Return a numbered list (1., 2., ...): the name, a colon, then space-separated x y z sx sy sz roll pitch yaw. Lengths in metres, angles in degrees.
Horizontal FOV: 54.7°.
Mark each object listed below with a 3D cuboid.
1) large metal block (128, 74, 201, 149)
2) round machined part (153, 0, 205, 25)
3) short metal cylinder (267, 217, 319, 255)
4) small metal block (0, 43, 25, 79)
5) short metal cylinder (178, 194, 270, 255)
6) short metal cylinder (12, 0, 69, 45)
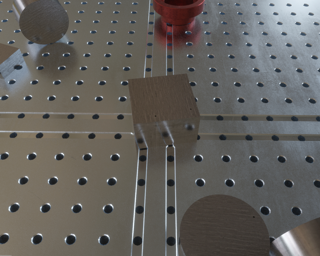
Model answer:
1. large metal block: 0.003 -0.023 0.411 0.081 0.050 0.080 -7 50 -6
2. round machined part: 0.036 -0.234 0.593 0.099 0.042 0.098 0 50 0
3. short metal cylinder: 0.143 0.117 0.274 0.081 0.080 0.050 -13 51 -11
4. small metal block: -0.259 -0.109 0.498 0.050 0.025 0.050 18 52 14
5. short metal cylinder: 0.058 0.112 0.298 0.080 0.050 0.080 0 50 0
6. short metal cylinder: -0.204 -0.192 0.532 0.081 0.080 0.050 -23 54 -18
